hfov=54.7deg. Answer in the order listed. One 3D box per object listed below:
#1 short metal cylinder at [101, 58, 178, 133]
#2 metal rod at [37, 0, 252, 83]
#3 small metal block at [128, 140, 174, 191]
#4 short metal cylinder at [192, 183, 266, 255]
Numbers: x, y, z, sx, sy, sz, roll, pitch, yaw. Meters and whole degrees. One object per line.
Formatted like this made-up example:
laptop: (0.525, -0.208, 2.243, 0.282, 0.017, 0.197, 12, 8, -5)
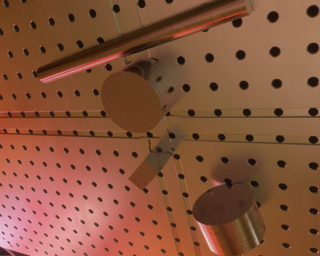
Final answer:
short metal cylinder: (-0.025, -0.040, 0.383, 0.080, 0.050, 0.079, 13, 124, 21)
metal rod: (-0.043, -0.099, 0.372, 0.300, 0.025, 0.025, -9, 114, 32)
small metal block: (-0.012, 0.052, 0.434, 0.025, 0.050, 0.050, 40, 129, 1)
short metal cylinder: (0.089, 0.116, 0.401, 0.080, 0.080, 0.050, -12, 112, 33)
